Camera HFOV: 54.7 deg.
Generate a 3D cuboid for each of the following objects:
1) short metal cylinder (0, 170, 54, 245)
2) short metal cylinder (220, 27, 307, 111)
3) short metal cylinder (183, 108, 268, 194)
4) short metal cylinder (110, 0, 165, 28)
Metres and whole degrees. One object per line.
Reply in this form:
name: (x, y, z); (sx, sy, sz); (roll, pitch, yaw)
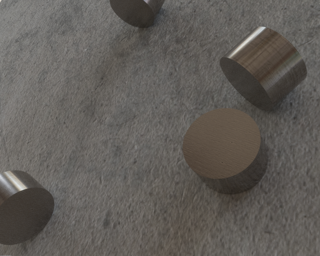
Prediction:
short metal cylinder: (-0.187, 0.102, 0.402); (0.050, 0.080, 0.080); (25, 76, 36)
short metal cylinder: (0.114, -0.065, 0.348); (0.050, 0.080, 0.080); (-42, 51, -1)
short metal cylinder: (0.071, 0.025, 0.334); (0.080, 0.050, 0.080); (-13, 56, 20)
short metal cylinder: (-0.036, -0.215, 0.518); (0.080, 0.080, 0.050); (12, 68, 33)
